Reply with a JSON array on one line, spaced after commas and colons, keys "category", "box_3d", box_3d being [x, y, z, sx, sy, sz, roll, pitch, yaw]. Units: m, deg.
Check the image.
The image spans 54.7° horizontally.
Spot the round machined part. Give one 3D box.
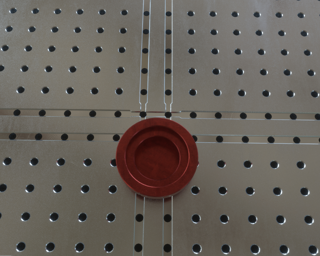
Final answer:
[{"category": "round machined part", "box_3d": [-0.004, 0.040, 0.388, 0.099, 0.042, 0.098, 0, 70, -1]}]
